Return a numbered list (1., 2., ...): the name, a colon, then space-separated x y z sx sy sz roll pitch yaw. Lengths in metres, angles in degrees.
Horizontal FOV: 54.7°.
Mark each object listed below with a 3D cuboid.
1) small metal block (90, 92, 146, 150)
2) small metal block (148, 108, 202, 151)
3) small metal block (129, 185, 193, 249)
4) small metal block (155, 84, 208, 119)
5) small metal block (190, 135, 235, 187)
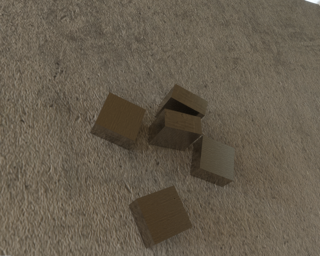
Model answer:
1. small metal block: -0.051 -0.009 0.381 0.050 0.025 0.050 26 53 -13
2. small metal block: 0.018 0.004 0.395 0.050 0.050 0.025 13 57 -21
3. small metal block: 0.000 0.098 0.344 0.050 0.025 0.050 -13 68 -33
4. small metal block: 0.029 -0.025 0.418 0.050 0.050 0.025 27 52 -11
5. small metal block: 0.071 0.045 0.414 0.050 0.025 0.050 22 54 -15
